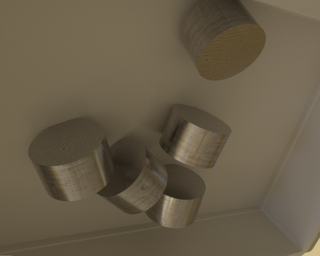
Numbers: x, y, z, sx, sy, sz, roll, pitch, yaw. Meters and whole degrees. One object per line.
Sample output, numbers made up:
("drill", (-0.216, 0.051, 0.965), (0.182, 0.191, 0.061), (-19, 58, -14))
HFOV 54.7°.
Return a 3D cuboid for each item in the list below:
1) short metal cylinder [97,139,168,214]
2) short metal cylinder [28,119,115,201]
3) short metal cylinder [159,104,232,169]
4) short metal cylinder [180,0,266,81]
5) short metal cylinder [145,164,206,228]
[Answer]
("short metal cylinder", (-0.038, 0.061, 0.390), (0.080, 0.080, 0.050), (-41, 129, 0))
("short metal cylinder", (-0.095, 0.033, 0.342), (0.081, 0.080, 0.050), (-21, 126, -16))
("short metal cylinder", (0.045, 0.009, 0.403), (0.081, 0.080, 0.050), (9, 114, -32))
("short metal cylinder", (0.070, -0.100, 0.350), (0.081, 0.050, 0.080), (-17, 149, -10))
("short metal cylinder", (0.020, 0.095, 0.443), (0.081, 0.080, 0.050), (-1, 119, -28))
